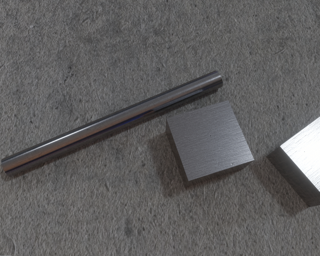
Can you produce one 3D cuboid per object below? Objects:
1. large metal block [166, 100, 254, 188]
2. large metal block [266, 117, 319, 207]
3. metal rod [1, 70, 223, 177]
[{"bbox_3d":[0.058,0.021,0.388,0.081,0.050,0.080,-17,71,-6],"label":"large metal block"},{"bbox_3d":[0.196,0.039,0.383,0.080,0.050,0.080,-33,74,-12],"label":"large metal block"},{"bbox_3d":[-0.055,-0.010,0.410,0.302,0.025,0.025,-23,72,-9],"label":"metal rod"}]
